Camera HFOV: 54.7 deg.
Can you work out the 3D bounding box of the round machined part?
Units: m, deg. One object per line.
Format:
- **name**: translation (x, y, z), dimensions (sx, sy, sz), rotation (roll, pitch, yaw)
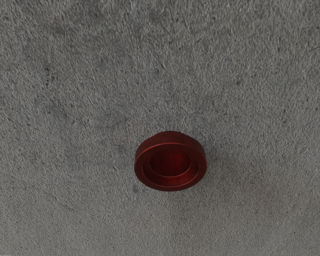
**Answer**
- **round machined part**: translation (0.014, 0.042, 0.434), dimensions (0.099, 0.042, 0.097), rotation (-1, 130, 0)
